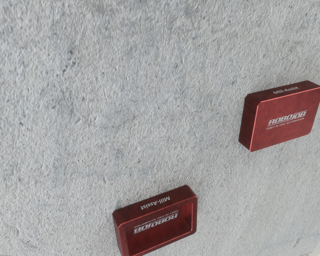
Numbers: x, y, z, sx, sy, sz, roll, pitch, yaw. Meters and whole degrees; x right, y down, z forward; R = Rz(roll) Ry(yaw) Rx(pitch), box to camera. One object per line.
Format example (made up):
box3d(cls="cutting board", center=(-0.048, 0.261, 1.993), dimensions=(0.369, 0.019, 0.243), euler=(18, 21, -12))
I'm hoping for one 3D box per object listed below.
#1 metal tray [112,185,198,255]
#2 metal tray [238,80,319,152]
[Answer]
box3d(cls="metal tray", center=(-0.005, 0.151, 0.494), dimensions=(0.131, 0.030, 0.089), euler=(-16, 125, -20))
box3d(cls="metal tray", center=(0.193, -0.020, 0.497), dimensions=(0.131, 0.030, 0.089), euler=(-14, 124, -21))
